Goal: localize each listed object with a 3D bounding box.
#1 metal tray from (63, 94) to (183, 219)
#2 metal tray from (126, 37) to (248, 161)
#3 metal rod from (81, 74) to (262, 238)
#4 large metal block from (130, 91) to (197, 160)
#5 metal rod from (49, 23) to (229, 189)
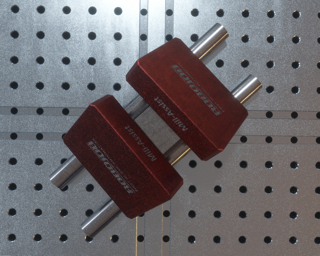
[{"bbox_3d":[-0.046,0.037,0.359,0.130,0.030,0.090,50,133,-1],"label":"metal tray"},{"bbox_3d":[0.035,-0.037,0.359,0.130,0.030,0.090,47,46,0],"label":"metal tray"},{"bbox_3d":[0.016,0.037,0.414,0.300,0.025,0.025,-42,91,-1],"label":"metal rod"},{"bbox_3d":[0.001,-0.002,0.385,0.080,0.080,0.050,-42,91,0],"label":"large metal block"},{"bbox_3d":[-0.027,-0.030,0.413,0.300,0.025,0.025,-43,91,-1],"label":"metal rod"}]
